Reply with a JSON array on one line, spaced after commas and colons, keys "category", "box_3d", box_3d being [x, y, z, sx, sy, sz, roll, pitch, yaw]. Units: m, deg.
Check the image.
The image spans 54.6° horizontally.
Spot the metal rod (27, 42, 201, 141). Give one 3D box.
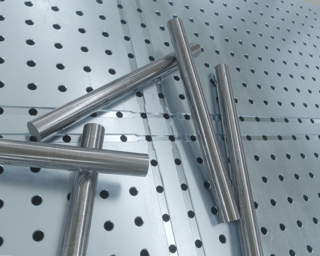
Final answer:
[{"category": "metal rod", "box_3d": [-0.038, -0.064, 0.425, 0.025, 0.025, 0.302, 50, 51, 7]}]

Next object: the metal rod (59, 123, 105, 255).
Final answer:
[{"category": "metal rod", "box_3d": [-0.082, 0.128, 0.285, 0.025, 0.025, 0.300, 15, 56, -20]}]

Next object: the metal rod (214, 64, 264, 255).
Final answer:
[{"category": "metal rod", "box_3d": [0.108, 0.028, 0.447, 0.025, 0.025, 0.299, 12, 57, -22]}]

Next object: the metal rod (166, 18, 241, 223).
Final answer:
[{"category": "metal rod", "box_3d": [0.055, -0.023, 0.431, 0.025, 0.025, 0.299, -3, 69, -30]}]

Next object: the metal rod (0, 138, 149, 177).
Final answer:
[{"category": "metal rod", "box_3d": [-0.158, 0.021, 0.289, 0.302, 0.025, 0.025, 8, 58, -17]}]
